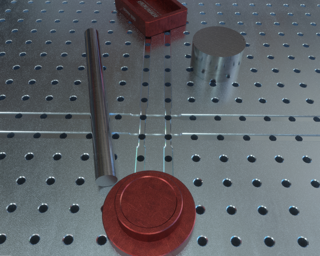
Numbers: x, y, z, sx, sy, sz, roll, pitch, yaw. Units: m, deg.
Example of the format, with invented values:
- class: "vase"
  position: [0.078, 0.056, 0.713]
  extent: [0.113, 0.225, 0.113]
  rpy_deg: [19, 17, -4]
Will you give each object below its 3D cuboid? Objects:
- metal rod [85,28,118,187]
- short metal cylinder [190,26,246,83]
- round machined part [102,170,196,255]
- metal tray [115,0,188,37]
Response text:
- class: "metal rod"
  position: [-0.091, -0.052, 0.449]
  extent: [0.025, 0.025, 0.300]
  rpy_deg: [-8, 51, -8]
- class: "short metal cylinder"
  position: [0.090, -0.117, 0.491]
  extent: [0.081, 0.050, 0.080]
  rpy_deg: [0, 50, 0]
- class: "round machined part"
  position: [-0.011, 0.086, 0.325]
  extent: [0.099, 0.042, 0.098]
  rpy_deg: [0, 50, 0]
- class: "metal tray"
  position: [-0.019, -0.232, 0.599]
  extent: [0.091, 0.030, 0.130]
  rpy_deg: [-25, 55, -20]
